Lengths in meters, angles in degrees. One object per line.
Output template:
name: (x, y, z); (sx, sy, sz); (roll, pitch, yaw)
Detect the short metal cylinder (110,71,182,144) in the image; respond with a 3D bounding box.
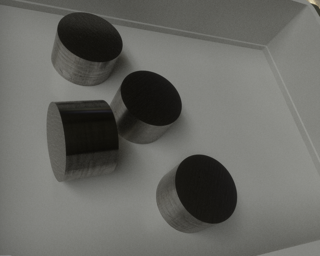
short metal cylinder: (-0.020, -0.026, 0.395); (0.081, 0.050, 0.080); (14, 56, -21)

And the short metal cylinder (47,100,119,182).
short metal cylinder: (-0.082, 0.012, 0.319); (0.050, 0.080, 0.080); (-5, 65, -31)

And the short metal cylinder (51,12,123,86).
short metal cylinder: (-0.095, -0.101, 0.400); (0.081, 0.050, 0.080); (14, 56, -21)

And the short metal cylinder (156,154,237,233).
short metal cylinder: (0.042, 0.078, 0.365); (0.081, 0.050, 0.080); (14, 56, -21)
